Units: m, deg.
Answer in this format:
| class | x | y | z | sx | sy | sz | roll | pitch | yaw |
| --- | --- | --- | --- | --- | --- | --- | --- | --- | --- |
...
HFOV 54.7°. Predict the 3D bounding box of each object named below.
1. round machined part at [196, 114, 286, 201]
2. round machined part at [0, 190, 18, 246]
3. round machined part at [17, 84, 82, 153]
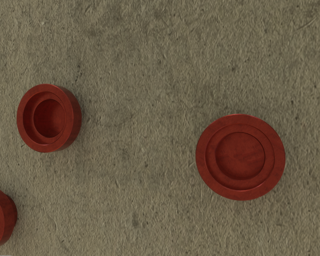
| class | x | y | z | sx | sy | sz | roll | pitch | yaw |
| --- | --- | --- | --- | --- | --- | --- | --- | --- | --- |
| round machined part | 0.095 | 0.033 | 0.366 | 0.098 | 0.042 | 0.097 | 0 | 90 | 20 |
| round machined part | -0.270 | 0.142 | 0.496 | 0.098 | 0.042 | 0.097 | 0 | 90 | 20 |
| round machined part | -0.156 | -0.014 | 0.455 | 0.098 | 0.042 | 0.097 | 0 | 90 | 20 |
